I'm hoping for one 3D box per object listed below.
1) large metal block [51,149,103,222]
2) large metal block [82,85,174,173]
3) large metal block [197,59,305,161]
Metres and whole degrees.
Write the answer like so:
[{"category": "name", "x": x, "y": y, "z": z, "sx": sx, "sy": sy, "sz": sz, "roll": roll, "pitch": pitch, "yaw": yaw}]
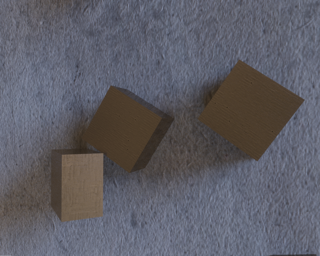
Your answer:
[{"category": "large metal block", "x": -0.112, "y": 0.071, "z": 0.412, "sx": 0.080, "sy": 0.050, "sz": 0.079, "roll": 2, "pitch": 91, "yaw": 62}, {"category": "large metal block", "x": -0.041, "y": 0.001, "z": 0.409, "sx": 0.080, "sy": 0.050, "sz": 0.080, "roll": 33, "pitch": 100, "yaw": 16}, {"category": "large metal block", "x": 0.104, "y": -0.020, "z": 0.359, "sx": 0.080, "sy": 0.050, "sz": 0.080, "roll": 37, "pitch": 102, "yaw": 16}]
